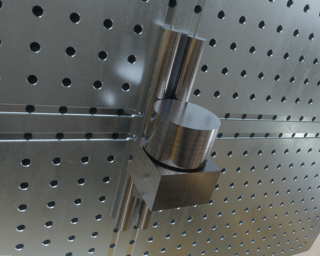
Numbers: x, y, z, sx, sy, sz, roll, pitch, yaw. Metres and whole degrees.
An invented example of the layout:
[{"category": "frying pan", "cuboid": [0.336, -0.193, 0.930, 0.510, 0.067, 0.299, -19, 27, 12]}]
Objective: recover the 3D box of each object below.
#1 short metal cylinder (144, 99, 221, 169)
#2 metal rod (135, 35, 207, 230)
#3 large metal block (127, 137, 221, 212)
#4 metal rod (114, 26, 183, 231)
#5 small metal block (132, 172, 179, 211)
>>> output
[{"category": "short metal cylinder", "cuboid": [0.025, 0.005, 0.367, 0.081, 0.080, 0.050, 1, 118, -29]}, {"category": "metal rod", "cuboid": [0.008, 0.022, 0.433, 0.025, 0.025, 0.298, 1, 118, -29]}, {"category": "large metal block", "cuboid": [0.014, 0.053, 0.385, 0.081, 0.080, 0.050, 0, 118, -29]}, {"category": "metal rod", "cuboid": [-0.022, 0.018, 0.414, 0.025, 0.025, 0.298, 1, 118, -29]}, {"category": "small metal block", "cuboid": [-0.002, 0.077, 0.414, 0.050, 0.050, 0.025, -46, 154, -63]}]
